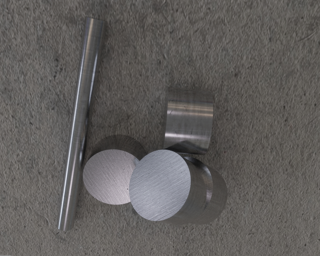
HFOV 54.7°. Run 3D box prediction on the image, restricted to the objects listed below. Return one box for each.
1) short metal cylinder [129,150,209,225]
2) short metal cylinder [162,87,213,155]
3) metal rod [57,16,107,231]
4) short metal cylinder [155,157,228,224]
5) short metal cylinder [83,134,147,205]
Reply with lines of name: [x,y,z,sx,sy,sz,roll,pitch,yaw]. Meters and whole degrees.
short metal cylinder: [0.011,0.071,0.365,0.080,0.080,0.050,-39,144,13]
short metal cylinder: [0.031,-0.009,0.378,0.050,0.080,0.079,5,110,-2]
metal rod: [-0.108,0.009,0.411,0.025,0.025,0.298,12,110,-5]
short metal cylinder: [0.041,0.083,0.404,0.080,0.080,0.050,-39,144,13]
short metal cylinder: [-0.057,0.055,0.416,0.081,0.050,0.079,0,110,0]
